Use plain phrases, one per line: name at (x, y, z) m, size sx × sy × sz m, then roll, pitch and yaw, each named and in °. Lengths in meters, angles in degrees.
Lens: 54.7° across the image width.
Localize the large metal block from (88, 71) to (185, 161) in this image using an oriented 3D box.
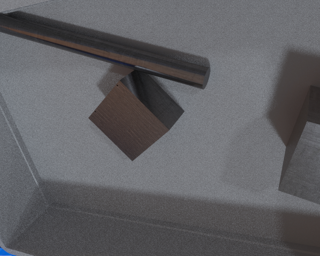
large metal block at (-0.031, -0.017, 0.397) m, size 0.080 × 0.050 × 0.080 m, roll 45°, pitch 129°, yaw -4°

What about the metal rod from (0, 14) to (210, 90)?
metal rod at (-0.085, -0.101, 0.389) m, size 0.301 × 0.025 × 0.025 m, roll 18°, pitch 126°, yaw 17°

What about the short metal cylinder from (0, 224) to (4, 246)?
short metal cylinder at (-0.442, 0.271, 0.772) m, size 0.050 × 0.080 × 0.080 m, roll -9°, pitch 114°, yaw 32°

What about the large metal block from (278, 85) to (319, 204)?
large metal block at (0.157, 0.016, 0.300) m, size 0.050 × 0.080 × 0.079 m, roll 18°, pitch 126°, yaw 17°
